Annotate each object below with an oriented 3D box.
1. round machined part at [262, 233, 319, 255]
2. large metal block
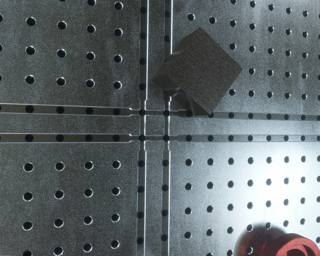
[{"bbox_3d":[0.198,0.211,0.479,0.099,0.042,0.097,0,90,-21],"label":"round machined part"},{"bbox_3d":[0.050,-0.073,0.419,0.080,0.050,0.080,40,77,-16],"label":"large metal block"}]
